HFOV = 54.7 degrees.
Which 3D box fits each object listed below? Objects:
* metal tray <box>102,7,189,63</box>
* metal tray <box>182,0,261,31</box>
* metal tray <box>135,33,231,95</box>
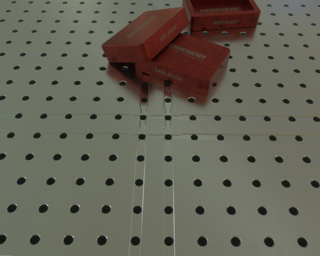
[{"bbox_3d":[-0.022,-0.155,0.514,0.090,0.030,0.131,10,47,37],"label":"metal tray"},{"bbox_3d":[0.115,-0.229,0.598,0.131,0.030,0.090,-6,50,-6],"label":"metal tray"},{"bbox_3d":[0.035,-0.112,0.499,0.130,0.030,0.090,24,54,18],"label":"metal tray"}]
